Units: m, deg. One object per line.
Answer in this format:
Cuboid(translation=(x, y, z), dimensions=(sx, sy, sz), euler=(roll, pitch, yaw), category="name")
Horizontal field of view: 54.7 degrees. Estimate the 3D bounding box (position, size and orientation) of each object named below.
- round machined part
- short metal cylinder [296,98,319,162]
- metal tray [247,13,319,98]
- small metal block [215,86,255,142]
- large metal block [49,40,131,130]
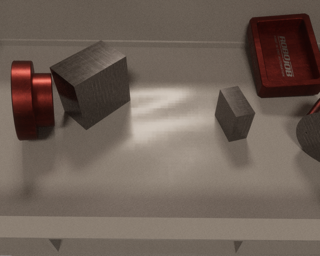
Cuboid(translation=(-0.155, -0.034, 0.386), dimensions=(0.042, 0.097, 0.098), euler=(-4, 49, -19), category="round machined part")
Cuboid(translation=(0.215, 0.002, 0.371), dimensions=(0.080, 0.080, 0.050), euler=(36, 58, 26), category="short metal cylinder")
Cuboid(translation=(0.188, -0.111, 0.470), dimensions=(0.091, 0.030, 0.130), euler=(-3, 66, 4), category="metal tray")
Cuboid(translation=(0.096, -0.018, 0.405), dimensions=(0.025, 0.050, 0.050), euler=(-12, 51, -10), category="small metal block")
Cuboid(translation=(-0.089, -0.057, 0.416), dimensions=(0.050, 0.080, 0.080), euler=(37, 59, 26), category="large metal block")
